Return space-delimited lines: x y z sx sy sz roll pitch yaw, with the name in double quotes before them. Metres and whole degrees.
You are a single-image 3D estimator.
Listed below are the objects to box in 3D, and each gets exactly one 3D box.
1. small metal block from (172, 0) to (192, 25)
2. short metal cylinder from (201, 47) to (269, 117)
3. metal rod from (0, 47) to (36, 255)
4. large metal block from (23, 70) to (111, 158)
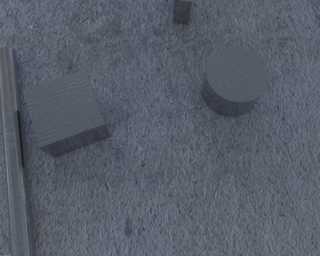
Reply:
"small metal block" 0.035 -0.193 0.466 0.025 0.050 0.050 7 70 2
"short metal cylinder" 0.099 -0.061 0.418 0.081 0.050 0.080 0 70 0
"metal rod" -0.186 0.028 0.395 0.025 0.025 0.299 -13 71 -5
"large metal block" -0.118 -0.017 0.400 0.080 0.050 0.080 -21 72 -8
